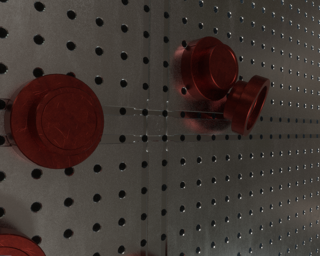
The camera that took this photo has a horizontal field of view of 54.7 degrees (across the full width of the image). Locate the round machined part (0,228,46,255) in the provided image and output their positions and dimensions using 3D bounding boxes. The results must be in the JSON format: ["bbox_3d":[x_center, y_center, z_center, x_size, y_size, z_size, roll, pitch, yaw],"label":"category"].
[{"bbox_3d":[-0.153,0.137,0.271,0.099,0.042,0.097,0,90,-40],"label":"round machined part"}]

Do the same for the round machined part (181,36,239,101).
[{"bbox_3d":[0.082,-0.090,0.469,0.099,0.042,0.097,0,90,-40],"label":"round machined part"}]

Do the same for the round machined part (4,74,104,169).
[{"bbox_3d":[-0.100,-0.007,0.316,0.099,0.042,0.097,0,90,-40],"label":"round machined part"}]

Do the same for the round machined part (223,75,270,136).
[{"bbox_3d":[0.136,-0.039,0.496,0.098,0.042,0.097,-45,149,-37],"label":"round machined part"}]
